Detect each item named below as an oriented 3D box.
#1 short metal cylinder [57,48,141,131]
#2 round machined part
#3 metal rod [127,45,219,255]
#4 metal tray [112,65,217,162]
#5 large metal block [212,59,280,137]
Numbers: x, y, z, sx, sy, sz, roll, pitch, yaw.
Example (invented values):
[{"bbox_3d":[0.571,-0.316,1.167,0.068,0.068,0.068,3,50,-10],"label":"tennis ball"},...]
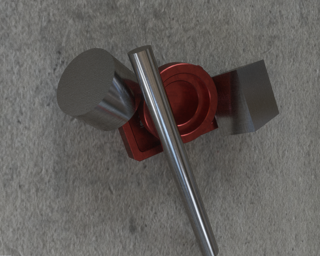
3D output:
[{"bbox_3d":[-0.068,-0.042,0.350,0.050,0.080,0.080,34,76,-54],"label":"short metal cylinder"},{"bbox_3d":[0.018,-0.032,0.383,0.099,0.042,0.097,-7,108,-23],"label":"round machined part"},{"bbox_3d":[0.025,0.048,0.374,0.025,0.025,0.298,-29,117,-18],"label":"metal rod"},{"bbox_3d":[0.008,-0.021,0.411,0.131,0.030,0.090,-22,98,-19],"label":"metal tray"},{"bbox_3d":[0.113,-0.042,0.422,0.081,0.050,0.080,-26,100,-45],"label":"large metal block"}]
